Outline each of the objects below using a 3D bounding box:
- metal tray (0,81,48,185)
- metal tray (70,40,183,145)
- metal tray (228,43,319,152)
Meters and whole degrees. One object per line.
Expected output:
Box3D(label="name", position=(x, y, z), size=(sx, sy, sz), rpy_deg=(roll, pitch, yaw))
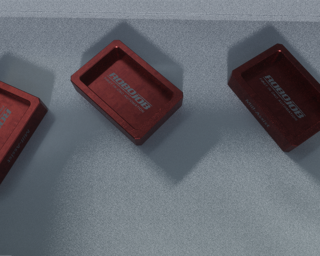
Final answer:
Box3D(label="metal tray", position=(-0.222, 0.005, 0.402), size=(0.090, 0.030, 0.130), rpy_deg=(24, 71, 8))
Box3D(label="metal tray", position=(-0.045, -0.051, 0.424), size=(0.130, 0.030, 0.090), rpy_deg=(41, 75, 13))
Box3D(label="metal tray", position=(0.168, -0.044, 0.424), size=(0.090, 0.030, 0.130), rpy_deg=(-32, 73, -11))
